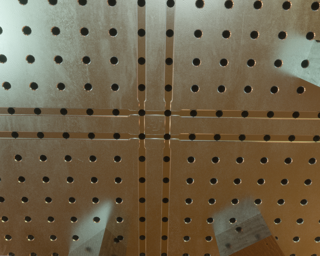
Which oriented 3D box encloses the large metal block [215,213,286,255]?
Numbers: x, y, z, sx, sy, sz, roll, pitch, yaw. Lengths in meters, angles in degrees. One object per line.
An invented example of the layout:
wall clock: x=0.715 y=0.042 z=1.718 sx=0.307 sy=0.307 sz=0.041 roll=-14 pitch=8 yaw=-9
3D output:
large metal block: x=0.143 y=0.191 z=0.473 sx=0.080 sy=0.050 sz=0.080 roll=-31 pitch=108 yaw=10

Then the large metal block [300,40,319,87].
large metal block: x=0.228 y=-0.067 z=0.363 sx=0.081 sy=0.080 sz=0.050 roll=11 pitch=110 yaw=-5

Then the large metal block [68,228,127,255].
large metal block: x=-0.100 y=0.211 z=0.461 sx=0.080 sy=0.080 sz=0.050 roll=-37 pitch=106 yaw=12
